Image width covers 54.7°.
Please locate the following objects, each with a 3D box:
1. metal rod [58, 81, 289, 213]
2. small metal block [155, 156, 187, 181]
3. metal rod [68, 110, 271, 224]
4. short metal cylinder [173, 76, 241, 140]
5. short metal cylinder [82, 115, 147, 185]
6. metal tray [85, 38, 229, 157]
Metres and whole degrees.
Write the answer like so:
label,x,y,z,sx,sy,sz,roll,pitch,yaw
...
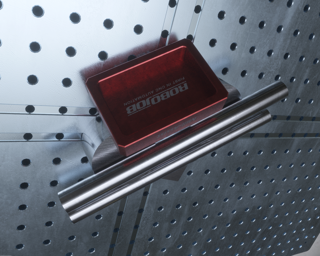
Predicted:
label,x,y,z,sx,sy,sz,roll,pitch,yaw
metal rod,0.026,0.016,0.371,0.302,0.025,0.025,-27,128,-12
small metal block,0.013,0.047,0.448,0.050,0.025,0.050,16,110,-35
metal rod,0.021,0.044,0.418,0.302,0.025,0.025,-26,128,-13
short metal cylinder,0.060,-0.030,0.412,0.081,0.050,0.079,-14,125,-21
short metal cylinder,-0.051,0.024,0.383,0.081,0.050,0.079,-14,125,-21
metal tray,-0.003,-0.037,0.344,0.131,0.090,0.030,-26,160,-13
